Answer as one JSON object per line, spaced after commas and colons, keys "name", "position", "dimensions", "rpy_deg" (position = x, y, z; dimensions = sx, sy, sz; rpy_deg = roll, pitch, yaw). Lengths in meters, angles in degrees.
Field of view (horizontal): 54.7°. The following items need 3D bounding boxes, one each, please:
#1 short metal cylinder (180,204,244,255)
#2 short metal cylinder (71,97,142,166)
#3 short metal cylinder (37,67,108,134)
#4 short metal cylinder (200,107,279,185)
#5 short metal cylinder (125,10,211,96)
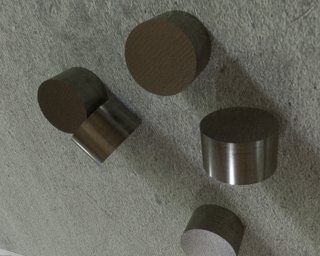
{"name": "short metal cylinder", "position": [0.076, 0.158, 0.448], "dimensions": [0.080, 0.050, 0.079], "rpy_deg": [13, 124, 21]}
{"name": "short metal cylinder", "position": [-0.070, 0.004, 0.411], "dimensions": [0.050, 0.080, 0.080], "rpy_deg": [44, 129, -3]}
{"name": "short metal cylinder", "position": [-0.120, -0.039, 0.430], "dimensions": [0.080, 0.050, 0.079], "rpy_deg": [13, 124, 21]}
{"name": "short metal cylinder", "position": [0.085, 0.017, 0.337], "dimensions": [0.080, 0.080, 0.050], "rpy_deg": [6, 121, 25]}
{"name": "short metal cylinder", "position": [0.009, -0.081, 0.335], "dimensions": [0.080, 0.050, 0.079], "rpy_deg": [13, 124, 21]}
